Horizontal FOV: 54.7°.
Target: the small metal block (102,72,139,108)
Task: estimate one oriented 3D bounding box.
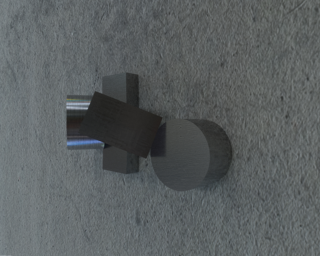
[{"bbox_3d":[-0.058,-0.051,0.451,0.050,0.025,0.050,-1,89,39],"label":"small metal block"}]

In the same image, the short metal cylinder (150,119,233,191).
[{"bbox_3d":[0.036,0.029,0.359,0.080,0.050,0.079,0,90,39],"label":"short metal cylinder"}]

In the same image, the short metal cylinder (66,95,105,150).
[{"bbox_3d":[-0.109,-0.008,0.454,0.080,0.050,0.079,180,89,-75],"label":"short metal cylinder"}]

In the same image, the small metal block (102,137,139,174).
[{"bbox_3d":[-0.057,0.037,0.450,0.050,0.025,0.050,4,92,39],"label":"small metal block"}]

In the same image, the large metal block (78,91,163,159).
[{"bbox_3d":[-0.047,-0.002,0.383,0.080,0.080,0.050,21,87,-5],"label":"large metal block"}]
